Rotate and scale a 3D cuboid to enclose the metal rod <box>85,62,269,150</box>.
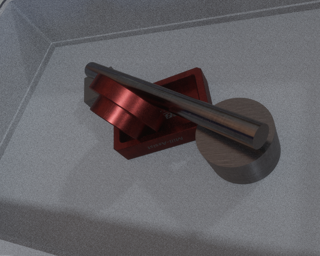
[{"bbox_3d":[-0.008,-0.041,0.379,0.300,0.025,0.025,27,76,43],"label":"metal rod"}]

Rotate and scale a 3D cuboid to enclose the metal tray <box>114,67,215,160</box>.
[{"bbox_3d":[0.003,-0.019,0.408,0.130,0.030,0.090,-17,55,17],"label":"metal tray"}]

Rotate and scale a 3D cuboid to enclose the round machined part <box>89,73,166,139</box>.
[{"bbox_3d":[-0.045,-0.021,0.375,0.098,0.098,0.042,31,87,37],"label":"round machined part"}]

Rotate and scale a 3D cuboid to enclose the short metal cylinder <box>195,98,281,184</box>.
[{"bbox_3d":[0.085,0.014,0.334,0.080,0.050,0.080,-13,56,20],"label":"short metal cylinder"}]

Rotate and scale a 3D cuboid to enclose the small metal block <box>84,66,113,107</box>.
[{"bbox_3d":[-0.091,-0.062,0.488,0.050,0.025,0.050,-20,54,16],"label":"small metal block"}]
